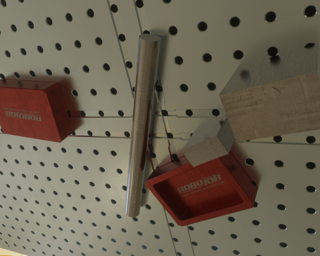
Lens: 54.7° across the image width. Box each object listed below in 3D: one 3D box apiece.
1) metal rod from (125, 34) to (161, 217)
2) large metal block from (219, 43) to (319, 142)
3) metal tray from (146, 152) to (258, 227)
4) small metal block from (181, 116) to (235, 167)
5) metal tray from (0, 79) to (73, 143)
[{"bbox_3d":[-0.029,0.019,0.436,0.025,0.025,0.298,20,126,16],"label":"metal rod"},{"bbox_3d":[0.112,-0.034,0.295,0.080,0.080,0.050,-12,113,33],"label":"large metal block"},{"bbox_3d":[0.054,0.082,0.428,0.130,0.030,0.090,-29,103,37],"label":"metal tray"},{"bbox_3d":[0.061,0.016,0.372,0.050,0.050,0.025,-27,104,37],"label":"small metal block"},{"bbox_3d":[-0.210,-0.029,0.498,0.130,0.030,0.089,7,122,24],"label":"metal tray"}]
